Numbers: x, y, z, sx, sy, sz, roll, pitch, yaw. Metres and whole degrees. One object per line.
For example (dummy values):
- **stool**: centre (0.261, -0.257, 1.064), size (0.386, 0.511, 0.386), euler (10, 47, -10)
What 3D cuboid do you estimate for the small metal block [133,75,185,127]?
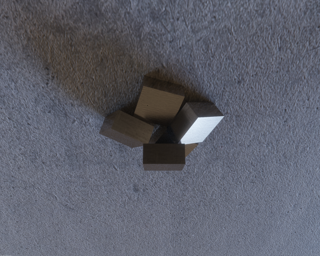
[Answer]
- **small metal block**: centre (-0.003, -0.032, 0.382), size (0.050, 0.025, 0.050), euler (13, 129, -12)

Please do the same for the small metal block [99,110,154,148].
- **small metal block**: centre (-0.044, 0.003, 0.395), size (0.050, 0.025, 0.050), euler (26, 161, -22)

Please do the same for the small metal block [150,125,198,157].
- **small metal block**: centre (0.016, 0.020, 0.427), size (0.050, 0.025, 0.050), euler (26, 125, -21)

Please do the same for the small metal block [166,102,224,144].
- **small metal block**: centre (0.044, -0.006, 0.390), size (0.050, 0.025, 0.050), euler (-5, 141, -43)

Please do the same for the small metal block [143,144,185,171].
- **small metal block**: centre (0.005, 0.038, 0.393), size (0.050, 0.025, 0.050), euler (0, 163, -1)
